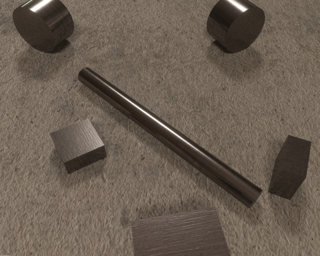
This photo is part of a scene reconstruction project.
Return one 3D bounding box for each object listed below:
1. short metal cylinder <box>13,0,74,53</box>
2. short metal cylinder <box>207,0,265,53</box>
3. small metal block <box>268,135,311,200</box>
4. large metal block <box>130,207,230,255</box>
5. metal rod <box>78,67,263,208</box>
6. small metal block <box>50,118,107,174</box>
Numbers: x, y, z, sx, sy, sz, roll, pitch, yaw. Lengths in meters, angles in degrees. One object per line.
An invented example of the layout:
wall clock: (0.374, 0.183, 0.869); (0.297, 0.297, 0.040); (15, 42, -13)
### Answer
short metal cylinder: (-0.191, -0.172, 0.510); (0.080, 0.080, 0.050); (21, 53, 16)
short metal cylinder: (0.125, -0.174, 0.515); (0.081, 0.080, 0.050); (-24, 54, -19)
small metal block: (0.147, 0.045, 0.351); (0.025, 0.050, 0.050); (19, 52, 14)
large metal block: (0.020, 0.126, 0.282); (0.081, 0.050, 0.080); (-8, 51, -7)
metal rod: (-0.004, -0.001, 0.404); (0.300, 0.025, 0.025); (36, 58, 26)
small metal block: (-0.101, 0.022, 0.384); (0.050, 0.025, 0.050); (-24, 54, -20)
